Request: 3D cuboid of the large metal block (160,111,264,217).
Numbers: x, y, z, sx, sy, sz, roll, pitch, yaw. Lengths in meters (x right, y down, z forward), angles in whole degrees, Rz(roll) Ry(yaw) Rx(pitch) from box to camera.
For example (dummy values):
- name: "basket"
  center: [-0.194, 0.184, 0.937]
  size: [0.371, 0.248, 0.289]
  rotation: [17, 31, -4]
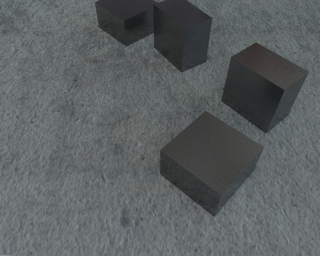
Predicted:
- name: "large metal block"
  center: [0.057, 0.038, 0.356]
  size: [0.080, 0.050, 0.080]
  rotation: [35, 58, 25]

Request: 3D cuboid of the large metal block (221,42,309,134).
- name: "large metal block"
  center: [0.135, -0.054, 0.414]
  size: [0.050, 0.080, 0.080]
  rotation: [-33, 58, -25]

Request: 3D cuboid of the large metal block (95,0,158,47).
- name: "large metal block"
  center: [-0.056, -0.201, 0.555]
  size: [0.080, 0.050, 0.080]
  rotation: [-36, 59, -26]

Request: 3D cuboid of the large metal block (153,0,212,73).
- name: "large metal block"
  center: [0.033, -0.150, 0.494]
  size: [0.050, 0.080, 0.080]
  rotation: [-27, 56, -21]
